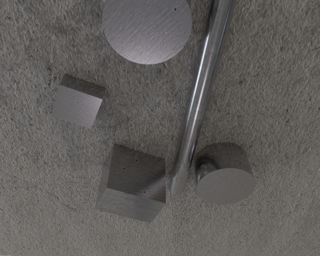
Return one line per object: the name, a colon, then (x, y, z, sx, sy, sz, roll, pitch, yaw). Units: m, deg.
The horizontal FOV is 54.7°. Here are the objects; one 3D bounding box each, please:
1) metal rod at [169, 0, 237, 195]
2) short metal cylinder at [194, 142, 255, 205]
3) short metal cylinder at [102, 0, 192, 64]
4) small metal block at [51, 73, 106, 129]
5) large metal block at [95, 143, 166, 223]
metal rod: (0.044, -0.017, 0.392, 0.025, 0.025, 0.298, 5, 130, -5)
short metal cylinder: (0.091, 0.066, 0.448, 0.081, 0.050, 0.079, 0, 130, 0)
short metal cylinder: (-0.012, -0.109, 0.298, 0.081, 0.050, 0.079, 0, 130, 0)
small metal block: (-0.100, -0.032, 0.379, 0.050, 0.025, 0.050, 19, 128, -16)
large metal block: (-0.039, 0.077, 0.436, 0.080, 0.080, 0.050, 19, 128, -16)
